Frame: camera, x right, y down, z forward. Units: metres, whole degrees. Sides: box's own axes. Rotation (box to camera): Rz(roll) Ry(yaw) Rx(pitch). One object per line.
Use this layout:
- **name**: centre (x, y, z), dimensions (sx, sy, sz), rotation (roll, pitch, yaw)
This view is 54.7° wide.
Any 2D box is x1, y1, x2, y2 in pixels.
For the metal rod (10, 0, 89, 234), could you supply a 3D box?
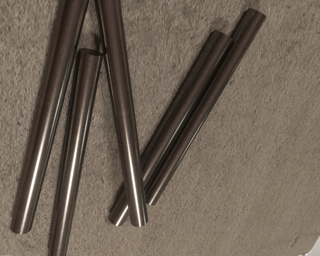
- **metal rod**: centre (-0.124, -0.006, 0.336), dimensions (0.025, 0.025, 0.298), rotation (7, 115, -32)

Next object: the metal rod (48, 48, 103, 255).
- **metal rod**: centre (-0.109, 0.052, 0.380), dimensions (0.025, 0.025, 0.298), rotation (2, 118, -30)

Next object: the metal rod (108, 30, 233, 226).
- **metal rod**: centre (0.007, 0.010, 0.418), dimensions (0.025, 0.025, 0.298), rotation (19, 108, -36)

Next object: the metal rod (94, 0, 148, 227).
- **metal rod**: centre (-0.040, -0.002, 0.366), dimensions (0.025, 0.025, 0.298), rotation (-16, 119, -20)

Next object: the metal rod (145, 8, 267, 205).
- **metal rod**: centre (0.052, -0.018, 0.426), dimensions (0.025, 0.025, 0.298), rotation (18, 109, -36)
